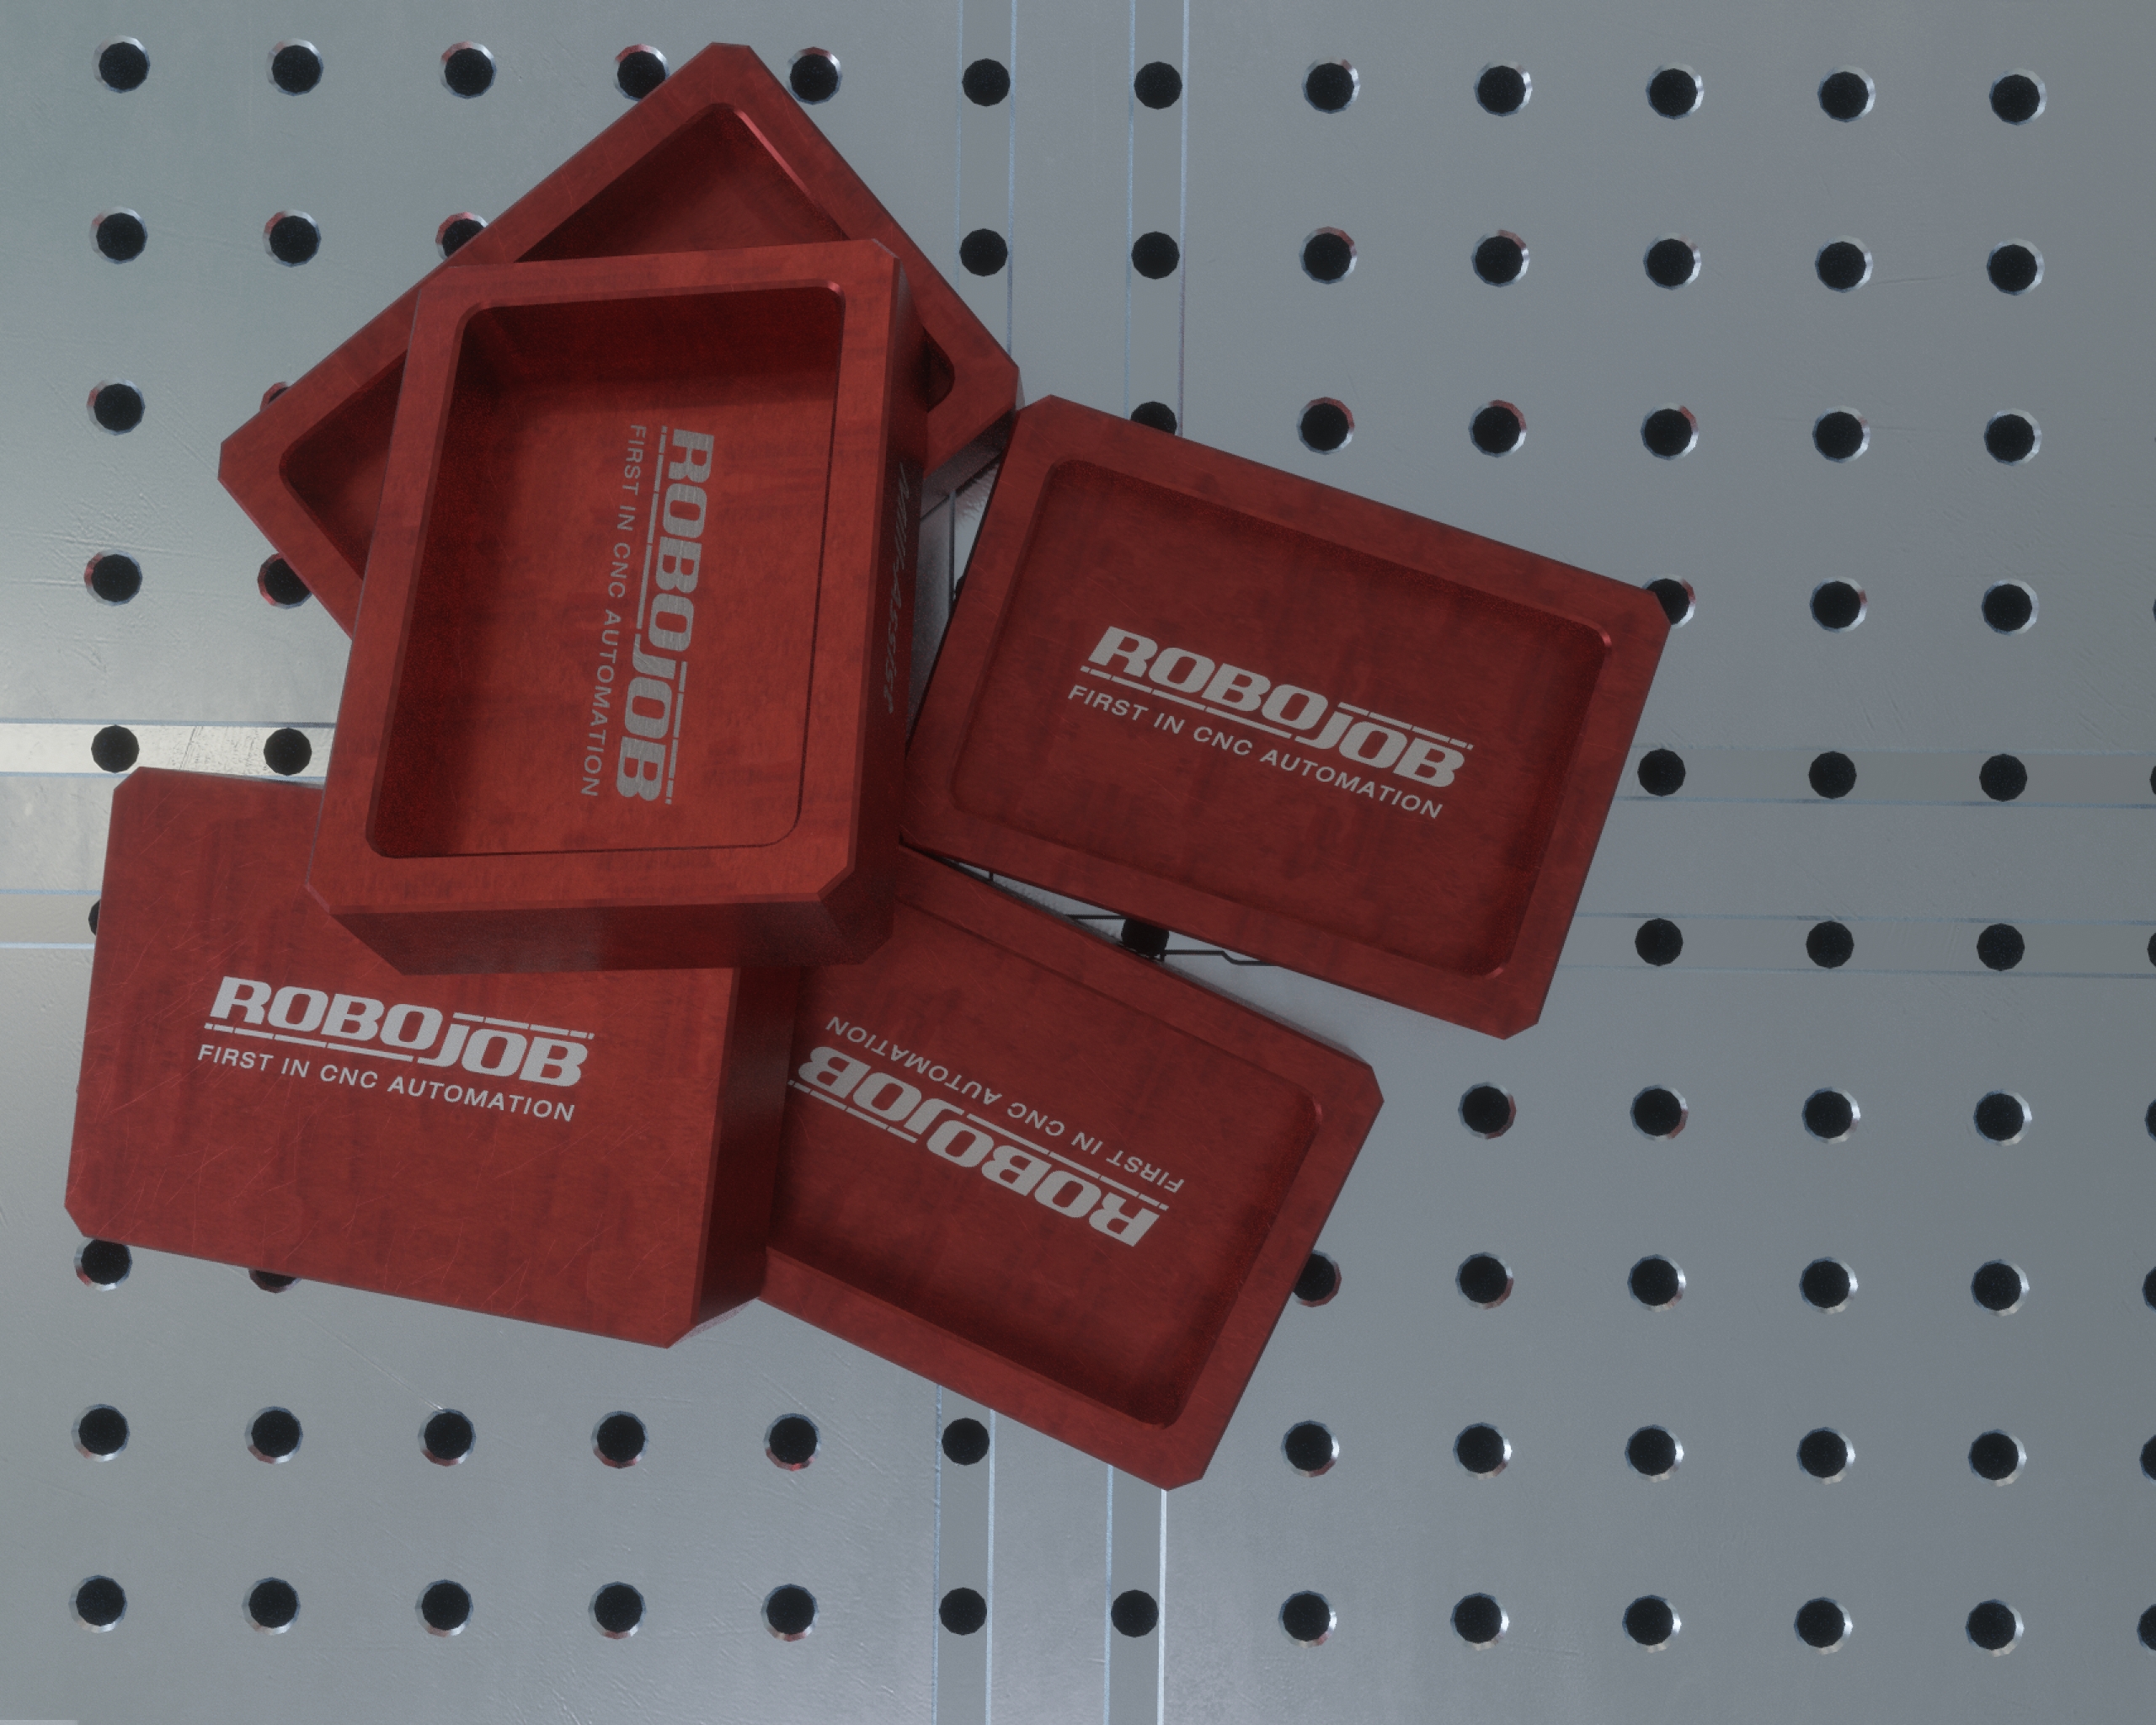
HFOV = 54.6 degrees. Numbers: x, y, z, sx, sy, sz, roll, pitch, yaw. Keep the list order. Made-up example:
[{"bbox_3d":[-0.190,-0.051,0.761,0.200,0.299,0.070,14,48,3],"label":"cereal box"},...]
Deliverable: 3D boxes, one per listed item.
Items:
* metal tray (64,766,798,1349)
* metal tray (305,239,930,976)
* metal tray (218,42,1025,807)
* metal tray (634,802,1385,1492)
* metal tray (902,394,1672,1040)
[{"bbox_3d":[-0.121,0.034,0.393,0.130,0.030,0.090,7,91,14],"label":"metal tray"},{"bbox_3d":[-0.076,-0.047,0.368,0.090,0.030,0.130,-2,66,7],"label":"metal tray"},{"bbox_3d":[-0.087,-0.083,0.409,0.130,0.030,0.090,-39,89,0],"label":"metal tray"},{"bbox_3d":[-0.018,0.053,0.410,0.130,0.030,0.090,25,90,0],"label":"metal tray"},{"bbox_3d":[0.038,-0.028,0.410,0.131,0.030,0.090,18,91,0],"label":"metal tray"}]
